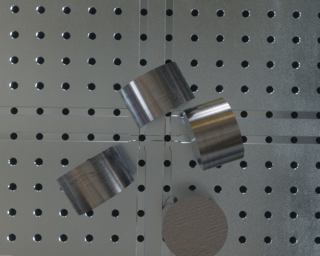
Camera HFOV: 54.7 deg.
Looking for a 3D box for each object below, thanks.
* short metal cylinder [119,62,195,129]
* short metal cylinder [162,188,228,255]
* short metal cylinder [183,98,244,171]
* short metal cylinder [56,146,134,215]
[{"bbox_3d":[-0.003,-0.040,0.386,0.080,0.080,0.050,-29,90,0],"label":"short metal cylinder"},{"bbox_3d":[0.043,0.123,0.402,0.081,0.050,0.079,0,90,-1],"label":"short metal cylinder"},{"bbox_3d":[0.065,0.008,0.387,0.050,0.080,0.080,-18,90,0],"label":"short metal cylinder"},{"bbox_3d":[-0.079,0.064,0.385,0.080,0.080,0.050,-31,91,0],"label":"short metal cylinder"}]
